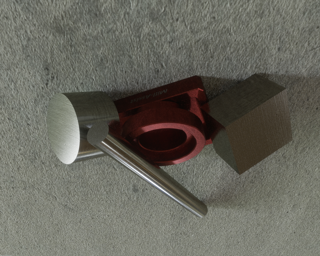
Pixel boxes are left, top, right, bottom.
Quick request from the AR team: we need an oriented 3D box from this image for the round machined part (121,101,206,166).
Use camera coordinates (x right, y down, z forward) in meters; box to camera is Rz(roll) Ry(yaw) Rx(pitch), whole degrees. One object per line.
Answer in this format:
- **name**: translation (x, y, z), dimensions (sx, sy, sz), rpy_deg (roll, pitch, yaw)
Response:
- **round machined part**: translation (0.002, 0.005, 0.370), dimensions (0.099, 0.042, 0.098), rpy_deg (-4, 146, -3)

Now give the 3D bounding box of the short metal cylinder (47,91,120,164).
- **short metal cylinder**: translation (-0.090, -0.002, 0.361), dimensions (0.050, 0.080, 0.079), rpy_deg (-10, 142, -42)

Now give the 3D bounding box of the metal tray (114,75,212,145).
- **metal tray**: translation (0.002, -0.006, 0.400), dimensions (0.130, 0.030, 0.090), rpy_deg (-16, 129, 12)

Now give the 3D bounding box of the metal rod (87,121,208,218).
- **metal rod**: translation (0.005, 0.073, 0.413), dimensions (0.025, 0.025, 0.300), rpy_deg (-21, 144, 17)

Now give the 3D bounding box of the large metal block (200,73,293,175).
- **large metal block**: translation (0.104, -0.005, 0.368), dimensions (0.080, 0.050, 0.080), rpy_deg (-32, 128, -8)
